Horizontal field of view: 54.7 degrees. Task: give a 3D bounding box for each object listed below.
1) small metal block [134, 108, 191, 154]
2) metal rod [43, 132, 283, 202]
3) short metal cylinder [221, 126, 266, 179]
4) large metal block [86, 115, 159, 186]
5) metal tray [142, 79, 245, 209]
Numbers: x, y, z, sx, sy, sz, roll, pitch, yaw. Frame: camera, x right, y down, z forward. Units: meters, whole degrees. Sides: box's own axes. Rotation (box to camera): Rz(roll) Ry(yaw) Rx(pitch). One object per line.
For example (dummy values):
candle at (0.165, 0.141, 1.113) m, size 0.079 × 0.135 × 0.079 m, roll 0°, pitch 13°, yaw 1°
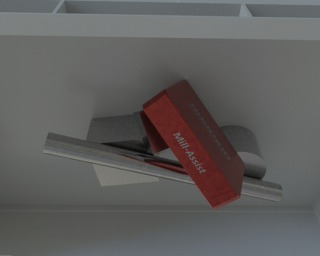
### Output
small metal block at (0.003, -0.003, 0.361) m, size 0.050 × 0.025 × 0.050 m, roll -20°, pitch 97°, yaw -18°
metal rod at (0.014, 0.052, 0.385) m, size 0.302 × 0.025 × 0.025 m, roll 14°, pitch 129°, yaw -12°
short metal cylinder at (0.100, 0.044, 0.430) m, size 0.081 × 0.050 × 0.079 m, roll 0°, pitch 130°, yaw 0°
large metal block at (-0.046, 0.030, 0.416) m, size 0.080 × 0.050 × 0.080 m, roll -6°, pitch 130°, yaw 4°
metal tray at (0.043, 0.012, 0.343) m, size 0.030 × 0.090 × 0.130 m, roll -34°, pitch 93°, yaw 24°
